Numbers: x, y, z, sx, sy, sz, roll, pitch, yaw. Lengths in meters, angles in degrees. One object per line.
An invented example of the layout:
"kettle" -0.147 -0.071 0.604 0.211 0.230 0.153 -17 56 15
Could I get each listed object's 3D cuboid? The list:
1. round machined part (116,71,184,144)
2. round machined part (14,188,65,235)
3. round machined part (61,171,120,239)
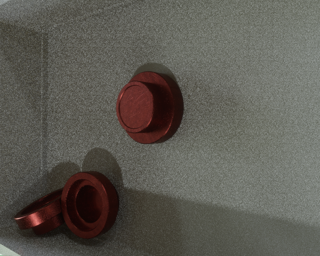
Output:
"round machined part" -0.020 -0.027 0.413 0.098 0.042 0.097 0 90 40
"round machined part" -0.185 0.141 0.518 0.098 0.099 0.042 -19 100 38
"round machined part" -0.102 0.115 0.474 0.098 0.042 0.097 -2 87 32
